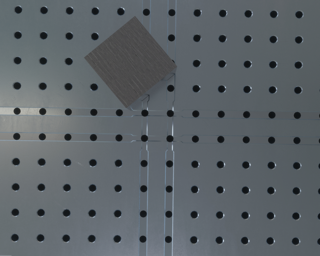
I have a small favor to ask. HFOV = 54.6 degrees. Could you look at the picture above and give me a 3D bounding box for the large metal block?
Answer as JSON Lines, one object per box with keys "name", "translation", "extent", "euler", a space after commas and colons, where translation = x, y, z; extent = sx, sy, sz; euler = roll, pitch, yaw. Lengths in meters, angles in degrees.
{"name": "large metal block", "translation": [-0.036, -0.080, 0.401], "extent": [0.080, 0.050, 0.080], "euler": [-40, 90, 0]}
